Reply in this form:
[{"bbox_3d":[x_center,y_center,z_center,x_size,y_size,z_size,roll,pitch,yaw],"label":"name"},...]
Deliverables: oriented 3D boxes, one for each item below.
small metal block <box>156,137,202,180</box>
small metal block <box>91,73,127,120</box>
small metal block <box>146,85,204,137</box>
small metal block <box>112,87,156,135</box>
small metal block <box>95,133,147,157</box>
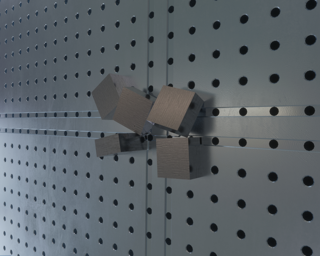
[{"bbox_3d":[0.023,0.037,0.391,0.050,0.025,0.050,-4,88,40],"label":"small metal block"},{"bbox_3d":[-0.073,-0.047,0.471,0.050,0.025,0.050,-38,66,33],"label":"small metal block"},{"bbox_3d":[0.019,-0.021,0.384,0.050,0.025,0.050,19,80,38],"label":"small metal block"},{"bbox_3d":[-0.032,-0.024,0.431,0.050,0.025,0.050,29,108,23],"label":"small metal block"},{"bbox_3d":[-0.056,0.024,0.440,0.050,0.050,0.025,-14,81,39],"label":"small metal block"}]
